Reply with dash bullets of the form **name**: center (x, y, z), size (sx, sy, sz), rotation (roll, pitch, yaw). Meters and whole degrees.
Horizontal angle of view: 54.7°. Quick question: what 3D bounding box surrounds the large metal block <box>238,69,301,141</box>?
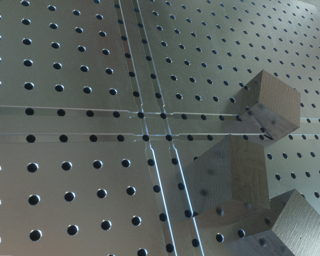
- **large metal block**: center (0.184, -0.038, 0.517), size (0.080, 0.050, 0.080), rotation (29, 52, -10)

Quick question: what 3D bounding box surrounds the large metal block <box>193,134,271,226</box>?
- **large metal block**: center (0.084, 0.066, 0.380), size (0.050, 0.080, 0.080), rotation (19, 54, -18)

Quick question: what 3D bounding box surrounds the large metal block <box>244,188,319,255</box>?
- **large metal block**: center (0.171, 0.140, 0.401), size (0.080, 0.050, 0.080), rotation (48, 51, 5)
